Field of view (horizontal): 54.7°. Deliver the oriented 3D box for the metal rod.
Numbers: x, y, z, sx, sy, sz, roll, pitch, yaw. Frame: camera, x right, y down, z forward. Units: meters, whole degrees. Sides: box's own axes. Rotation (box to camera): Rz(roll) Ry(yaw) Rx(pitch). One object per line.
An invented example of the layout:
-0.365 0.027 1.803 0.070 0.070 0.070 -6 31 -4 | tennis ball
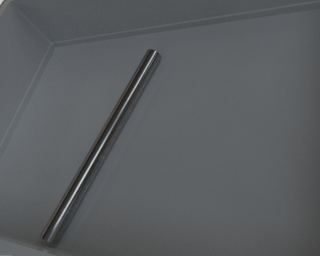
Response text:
-0.075 0.014 0.434 0.025 0.025 0.300 15 69 34 | metal rod
